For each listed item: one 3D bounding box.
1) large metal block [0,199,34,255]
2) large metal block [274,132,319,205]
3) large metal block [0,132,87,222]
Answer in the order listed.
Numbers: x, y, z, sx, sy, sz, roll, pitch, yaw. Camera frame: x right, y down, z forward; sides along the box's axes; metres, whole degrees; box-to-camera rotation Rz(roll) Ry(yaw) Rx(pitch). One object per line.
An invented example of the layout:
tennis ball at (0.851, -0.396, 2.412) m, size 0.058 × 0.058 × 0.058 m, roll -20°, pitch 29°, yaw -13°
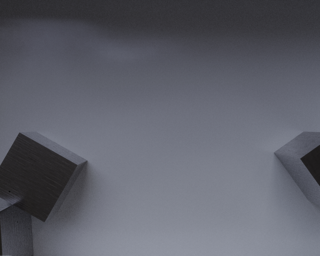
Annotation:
large metal block at (-0.200, 0.133, 0.382) m, size 0.050 × 0.080 × 0.080 m, roll -3°, pitch 90°, yaw 0°
large metal block at (0.200, 0.052, 0.385) m, size 0.050 × 0.080 × 0.080 m, roll -36°, pitch 90°, yaw 0°
large metal block at (-0.154, 0.059, 0.398) m, size 0.080 × 0.050 × 0.080 m, roll 30°, pitch 90°, yaw 0°
